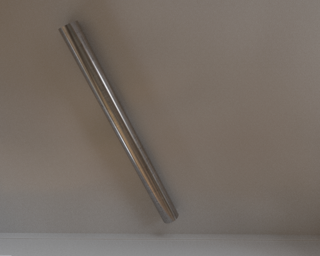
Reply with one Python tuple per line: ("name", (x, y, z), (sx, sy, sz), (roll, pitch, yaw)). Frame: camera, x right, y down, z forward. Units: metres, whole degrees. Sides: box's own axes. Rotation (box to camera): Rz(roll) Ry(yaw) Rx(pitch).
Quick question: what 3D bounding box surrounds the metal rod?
("metal rod", (-0.046, 0.006, 0.412), (0.025, 0.025, 0.299), (-23, 109, 8))
